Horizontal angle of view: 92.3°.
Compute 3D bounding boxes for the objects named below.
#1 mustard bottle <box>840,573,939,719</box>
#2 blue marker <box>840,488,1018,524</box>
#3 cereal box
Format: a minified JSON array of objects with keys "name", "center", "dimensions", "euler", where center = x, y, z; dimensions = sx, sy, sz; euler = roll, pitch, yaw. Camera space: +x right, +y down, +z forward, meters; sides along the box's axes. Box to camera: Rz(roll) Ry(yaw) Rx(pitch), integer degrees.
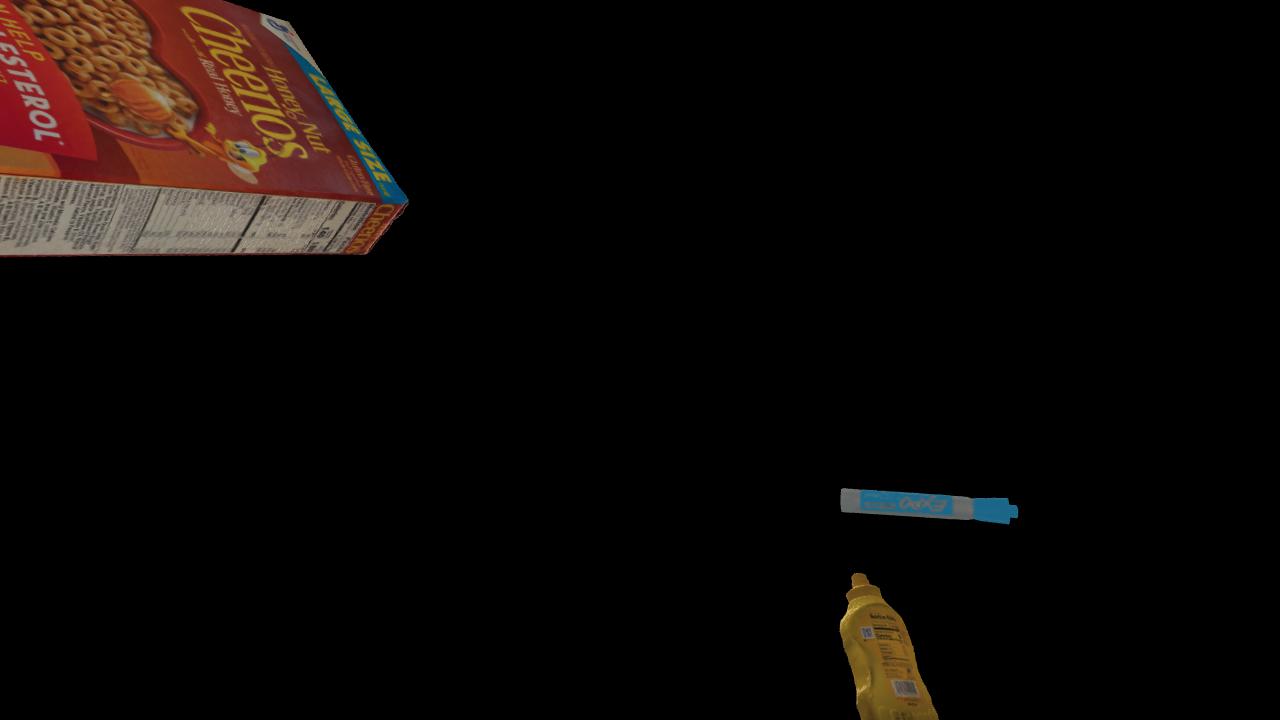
[{"name":"mustard bottle","center":[0.289,0.347,0.741],"dimensions":[0.092,0.184,0.054],"euler":[8,-45,-11]},{"name":"blue marker","center":[0.216,0.110,0.466],"dimensions":[0.121,0.020,0.020],"euler":[-1,-1,24]},{"name":"cereal box","center":[-0.330,-0.165,0.391],"dimensions":[0.081,0.203,0.306],"euler":[-39,-10,28]}]
